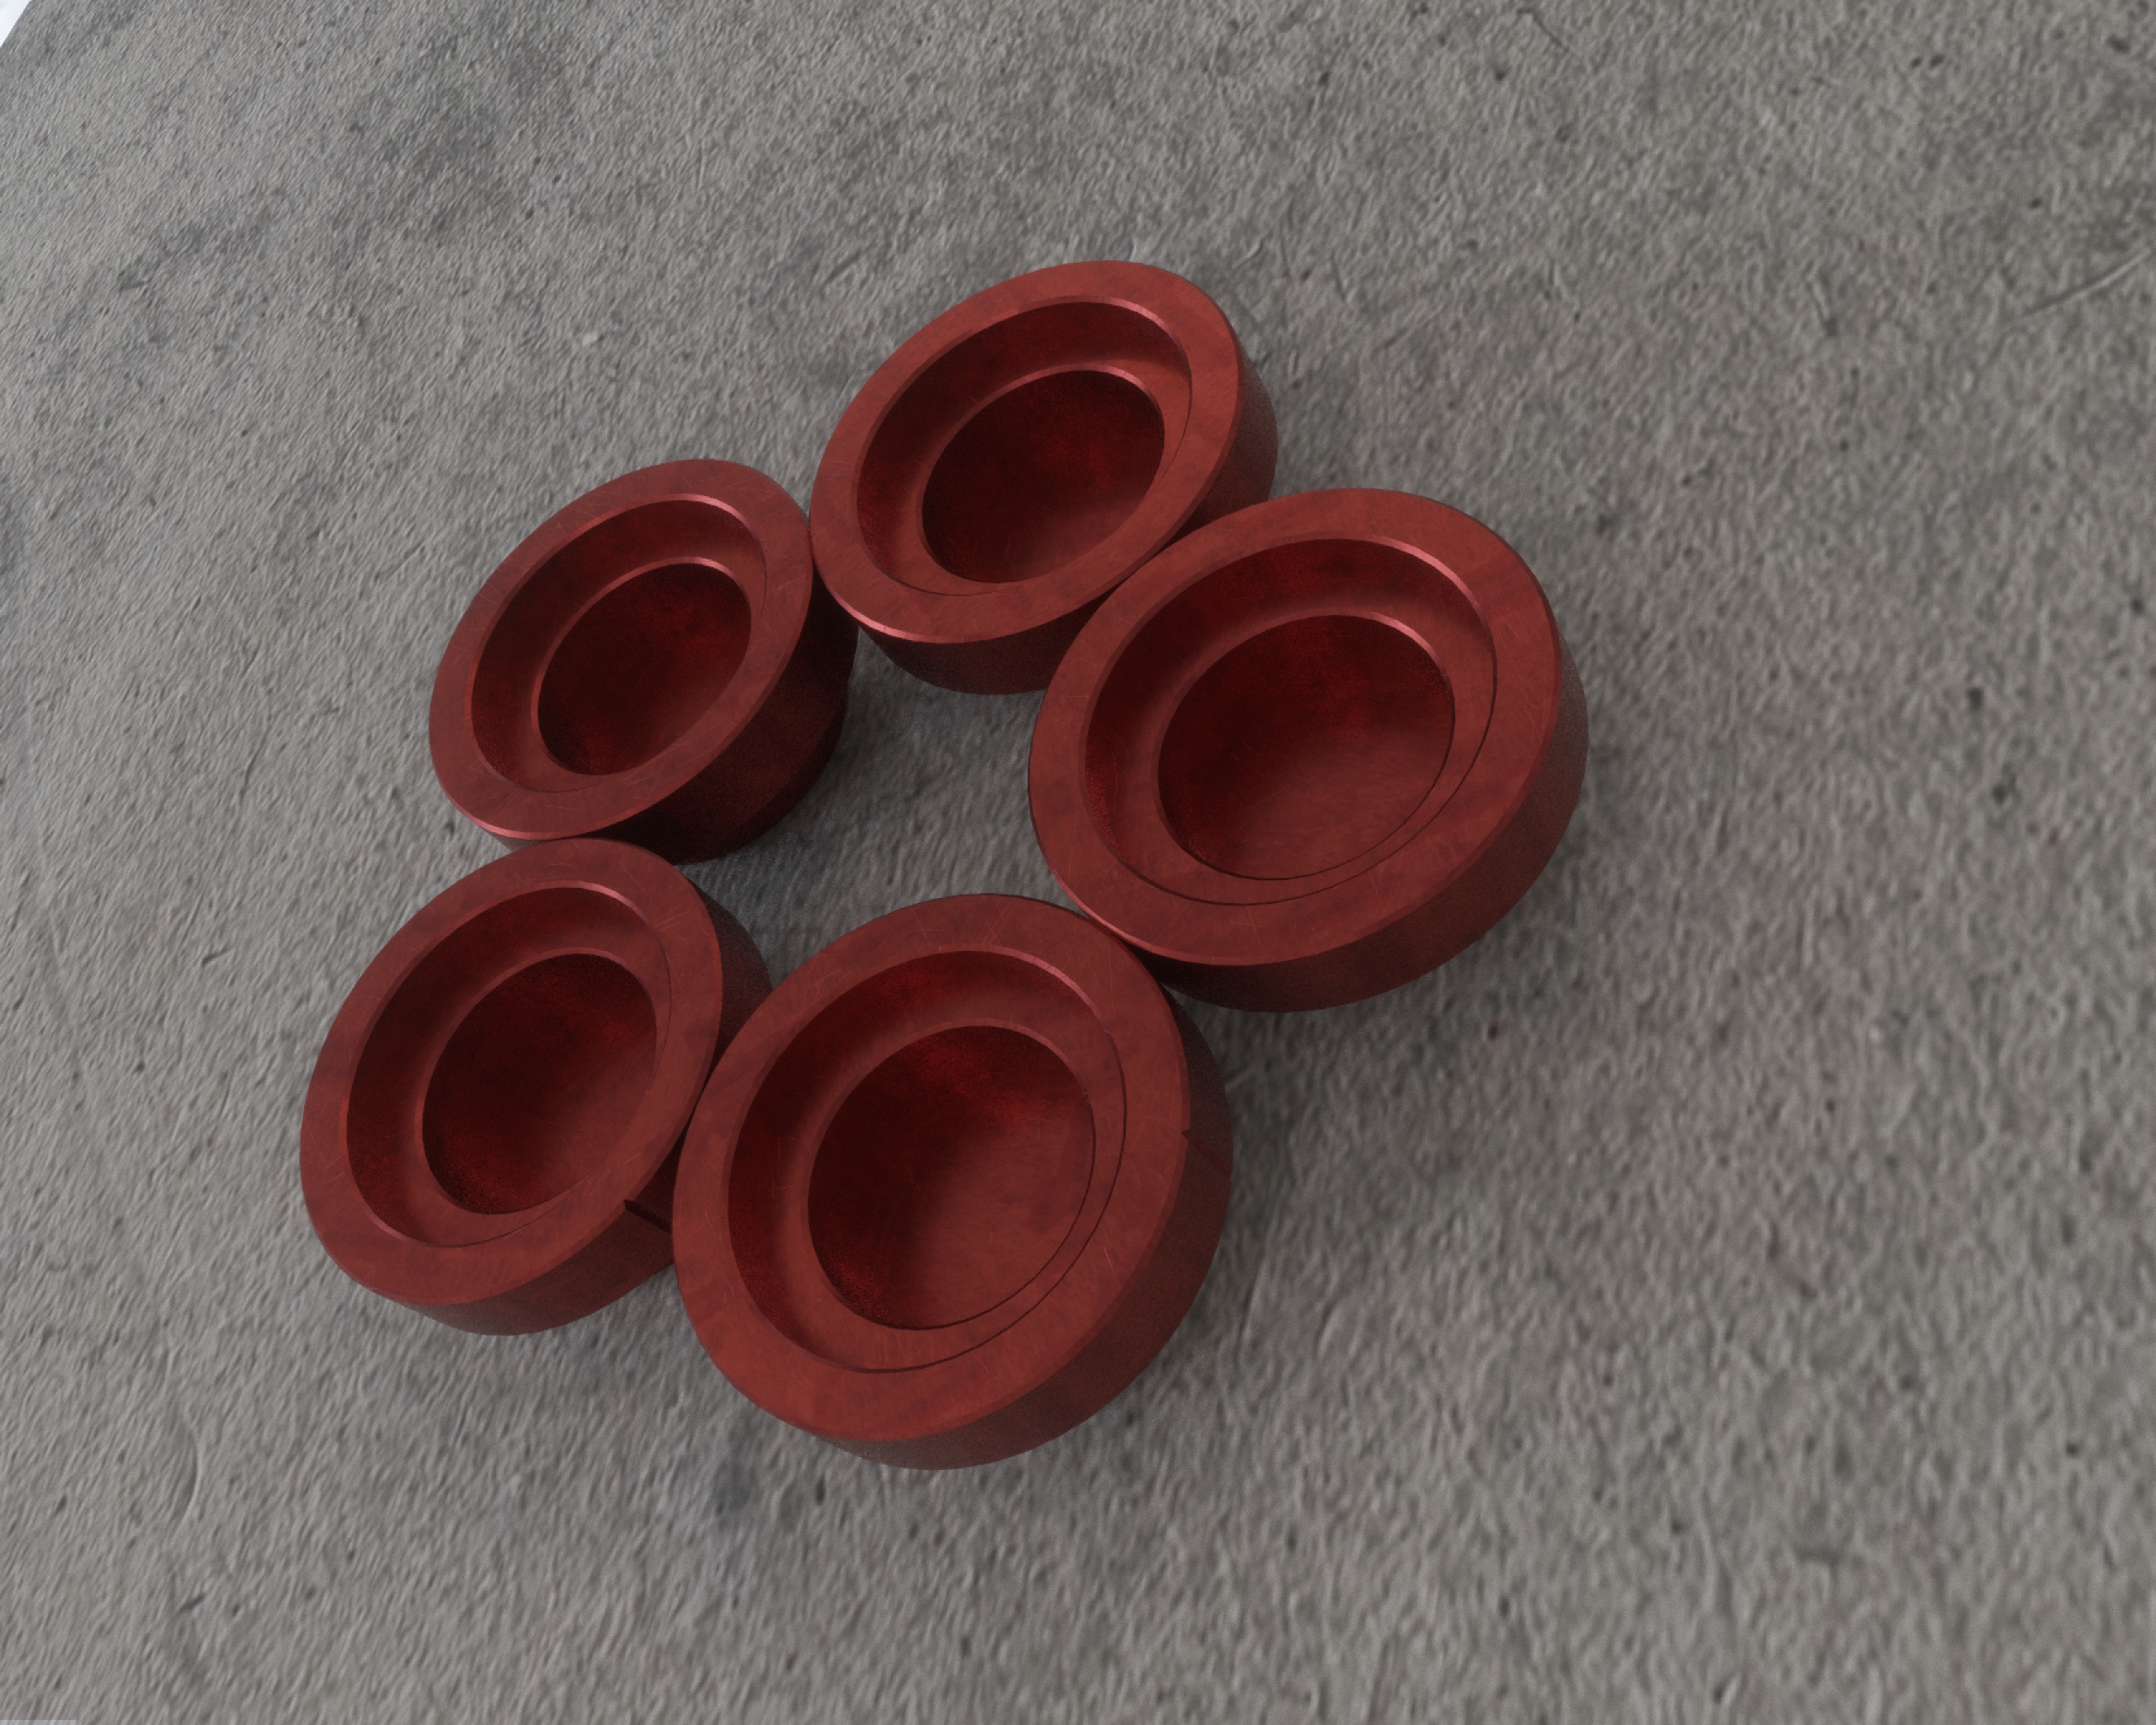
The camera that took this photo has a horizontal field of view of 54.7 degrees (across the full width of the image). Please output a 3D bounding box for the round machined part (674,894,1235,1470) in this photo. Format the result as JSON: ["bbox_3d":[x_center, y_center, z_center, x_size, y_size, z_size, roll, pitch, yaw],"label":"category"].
[{"bbox_3d":[-0.018,0.058,0.367,0.098,0.042,0.098,-13,56,21],"label":"round machined part"}]

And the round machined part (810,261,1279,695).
[{"bbox_3d":[-0.004,-0.076,0.442,0.098,0.042,0.098,-13,56,20],"label":"round machined part"}]

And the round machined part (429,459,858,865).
[{"bbox_3d":[-0.091,-0.038,0.465,0.098,0.042,0.098,-13,56,21],"label":"round machined part"}]

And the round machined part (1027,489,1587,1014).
[{"bbox_3d":[0.044,-0.017,0.380,0.098,0.042,0.098,-13,56,21],"label":"round machined part"}]

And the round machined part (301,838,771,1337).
[{"bbox_3d":[-0.102,0.047,0.418,0.098,0.042,0.098,-13,56,21],"label":"round machined part"}]
